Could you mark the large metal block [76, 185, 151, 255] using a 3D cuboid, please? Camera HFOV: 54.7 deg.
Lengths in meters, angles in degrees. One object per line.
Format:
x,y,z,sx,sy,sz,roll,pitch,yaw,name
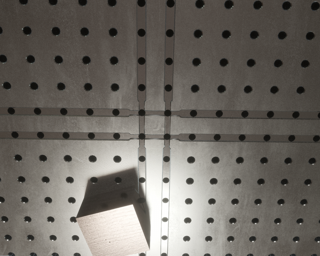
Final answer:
-0.064,0.139,0.450,0.080,0.050,0.080,-15,110,5,large metal block
